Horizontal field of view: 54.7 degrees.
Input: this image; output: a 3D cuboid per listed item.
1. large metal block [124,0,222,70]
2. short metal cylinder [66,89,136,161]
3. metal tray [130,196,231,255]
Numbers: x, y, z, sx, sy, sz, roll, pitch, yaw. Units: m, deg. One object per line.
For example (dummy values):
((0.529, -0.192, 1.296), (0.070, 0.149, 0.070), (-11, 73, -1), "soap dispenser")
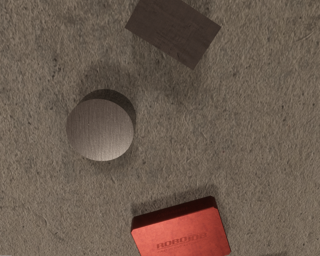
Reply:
((0.013, -0.112, 0.339), (0.080, 0.080, 0.050), (30, 107, -11), "large metal block")
((-0.072, -0.005, 0.394), (0.081, 0.050, 0.079), (0, 110, -1), "short metal cylinder")
((0.032, 0.163, 0.468), (0.131, 0.030, 0.090), (-17, 110, 5), "metal tray")
